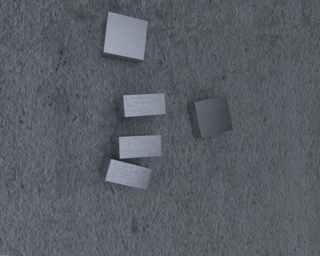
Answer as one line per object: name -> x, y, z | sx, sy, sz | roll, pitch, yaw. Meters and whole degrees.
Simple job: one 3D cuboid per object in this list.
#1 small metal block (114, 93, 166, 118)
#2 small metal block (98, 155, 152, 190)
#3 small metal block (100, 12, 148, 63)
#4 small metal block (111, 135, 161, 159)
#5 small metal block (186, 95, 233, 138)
small metal block -> -0.026, -0.027, 0.386 | 0.050, 0.050, 0.025 | -5, 92, -20
small metal block -> -0.044, 0.054, 0.379 | 0.050, 0.050, 0.025 | 17, 85, -19
small metal block -> -0.046, -0.113, 0.392 | 0.050, 0.025, 0.050 | 7, 88, -20
small metal block -> -0.031, 0.021, 0.384 | 0.050, 0.050, 0.025 | -2, 91, -20
small metal block -> 0.070, -0.016, 0.435 | 0.050, 0.025, 0.050 | -13, 95, -20
